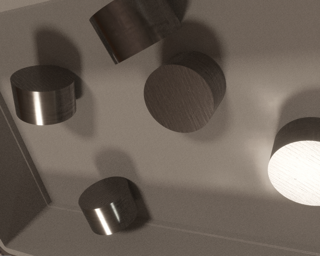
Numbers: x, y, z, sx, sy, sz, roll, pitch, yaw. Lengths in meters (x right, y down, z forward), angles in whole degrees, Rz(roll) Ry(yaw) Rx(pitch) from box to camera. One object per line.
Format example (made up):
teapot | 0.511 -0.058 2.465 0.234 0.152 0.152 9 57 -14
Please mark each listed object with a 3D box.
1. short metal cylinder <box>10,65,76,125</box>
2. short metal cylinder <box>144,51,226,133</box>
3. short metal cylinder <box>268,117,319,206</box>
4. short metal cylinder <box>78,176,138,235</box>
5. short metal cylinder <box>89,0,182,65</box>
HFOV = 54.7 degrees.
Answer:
short metal cylinder | -0.157 -0.047 0.425 0.080 0.080 0.050 19 126 16
short metal cylinder | 0.029 -0.041 0.351 0.080 0.050 0.079 13 124 20
short metal cylinder | 0.161 0.035 0.329 0.080 0.050 0.079 13 124 20
short metal cylinder | -0.080 0.121 0.488 0.080 0.080 0.050 -5 116 30
short metal cylinder | -0.024 -0.107 0.318 0.080 0.080 0.050 -19 109 35
